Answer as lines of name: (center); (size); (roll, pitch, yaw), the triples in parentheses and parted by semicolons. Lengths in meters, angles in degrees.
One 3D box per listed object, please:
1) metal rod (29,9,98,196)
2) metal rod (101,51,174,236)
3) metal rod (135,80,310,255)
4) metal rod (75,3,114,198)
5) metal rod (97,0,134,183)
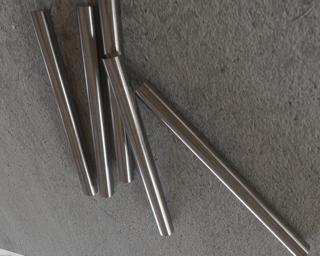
metal rod: (-0.137, -0.020, 0.466); (0.025, 0.025, 0.298); (7, 122, 25)
metal rod: (-0.022, 0.041, 0.429); (0.025, 0.025, 0.298); (2, 124, 27)
metal rod: (0.082, 0.055, 0.397); (0.300, 0.025, 0.025); (45, 129, -4)
metal rod: (-0.088, -0.018, 0.441); (0.025, 0.025, 0.298); (14, 124, 20)
metal rod: (-0.055, -0.050, 0.404); (0.025, 0.025, 0.298); (12, 124, 21)
